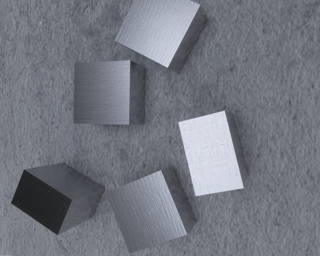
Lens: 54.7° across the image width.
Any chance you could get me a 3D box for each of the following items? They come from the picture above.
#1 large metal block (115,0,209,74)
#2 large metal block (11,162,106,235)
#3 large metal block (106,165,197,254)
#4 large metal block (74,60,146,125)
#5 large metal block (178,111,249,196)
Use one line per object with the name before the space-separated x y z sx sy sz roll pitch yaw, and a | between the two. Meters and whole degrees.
large metal block | 0.003 -0.125 0.394 0.080 0.050 0.080 31 100 17
large metal block | -0.137 0.092 0.426 0.080 0.080 0.050 26 99 17
large metal block | -0.010 0.102 0.398 0.080 0.050 0.080 -25 82 18
large metal block | -0.067 -0.045 0.418 0.080 0.050 0.079 1 91 19
large metal block | 0.065 0.027 0.356 0.050 0.080 0.080 -14 85 19
